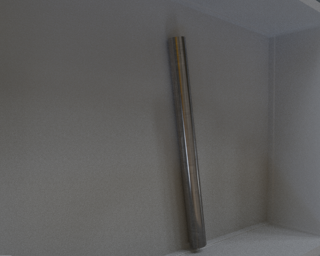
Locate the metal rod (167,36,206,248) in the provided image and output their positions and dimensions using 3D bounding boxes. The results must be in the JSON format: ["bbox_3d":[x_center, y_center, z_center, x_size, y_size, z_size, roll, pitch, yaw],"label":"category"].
[{"bbox_3d":[0.039,0.024,0.441,0.025,0.025,0.298,-11,97,-40],"label":"metal rod"}]
